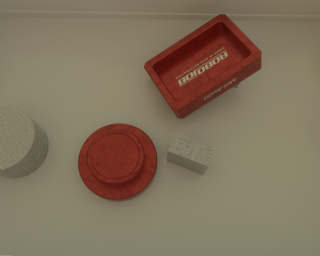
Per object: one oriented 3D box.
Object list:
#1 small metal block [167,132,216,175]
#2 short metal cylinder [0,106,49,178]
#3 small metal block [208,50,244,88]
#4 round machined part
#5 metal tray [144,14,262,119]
[{"bbox_3d":[0.037,0.033,0.385,0.050,0.050,0.025,21,72,7],"label":"small metal block"},{"bbox_3d":[-0.188,0.019,0.387,0.081,0.050,0.080,0,70,0],"label":"short metal cylinder"},{"bbox_3d":[0.091,-0.089,0.443,0.050,0.025,0.050,10,70,3],"label":"small metal block"},{"bbox_3d":[-0.053,0.040,0.386,0.099,0.042,0.098,0,70,-1],"label":"round machined part"},{"bbox_3d":[0.055,-0.083,0.413,0.130,0.030,0.090,-33,62,3],"label":"metal tray"}]
